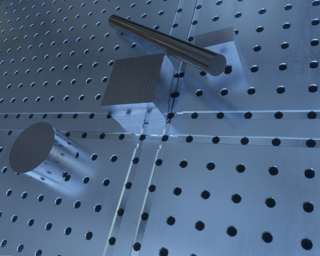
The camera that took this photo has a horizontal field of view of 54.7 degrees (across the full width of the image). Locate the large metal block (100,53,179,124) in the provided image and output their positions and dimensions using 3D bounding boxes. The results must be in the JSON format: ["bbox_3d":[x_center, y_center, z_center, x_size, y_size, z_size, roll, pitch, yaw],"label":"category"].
[{"bbox_3d":[-0.027,-0.054,0.438,0.080,0.050,0.080,-1,61,27],"label":"large metal block"}]

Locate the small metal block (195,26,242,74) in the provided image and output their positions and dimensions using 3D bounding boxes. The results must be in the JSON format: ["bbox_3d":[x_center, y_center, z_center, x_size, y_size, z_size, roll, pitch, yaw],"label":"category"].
[{"bbox_3d":[0.078,-0.102,0.413,0.050,0.050,0.025,-8,58,23],"label":"small metal block"}]

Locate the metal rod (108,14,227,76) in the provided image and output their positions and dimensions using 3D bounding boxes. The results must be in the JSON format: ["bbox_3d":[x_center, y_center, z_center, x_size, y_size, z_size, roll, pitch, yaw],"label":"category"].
[{"bbox_3d":[-0.010,-0.133,0.458,0.025,0.025,0.300,-45,40,-3],"label":"metal rod"}]

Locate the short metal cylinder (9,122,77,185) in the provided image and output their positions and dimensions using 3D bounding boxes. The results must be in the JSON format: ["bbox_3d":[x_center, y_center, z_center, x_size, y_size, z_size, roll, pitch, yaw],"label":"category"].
[{"bbox_3d":[-0.171,0.038,0.456,0.080,0.050,0.080,-13,56,20],"label":"short metal cylinder"}]
